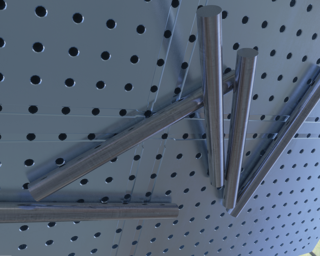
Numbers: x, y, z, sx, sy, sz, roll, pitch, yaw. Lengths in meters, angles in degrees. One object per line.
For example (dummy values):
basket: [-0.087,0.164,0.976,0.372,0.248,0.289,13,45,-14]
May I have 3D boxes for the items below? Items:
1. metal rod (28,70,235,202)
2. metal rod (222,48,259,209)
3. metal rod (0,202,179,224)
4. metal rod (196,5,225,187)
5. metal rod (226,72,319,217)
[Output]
metal rod: [-0.024,0.005,0.400,0.301,0.025,0.025,-30,128,-9]
metal rod: [0.115,0.023,0.467,0.025,0.025,0.298,-20,132,-17]
metal rod: [-0.103,0.115,0.425,0.302,0.025,0.025,9,114,-32]
metal rod: [0.072,-0.013,0.411,0.025,0.025,0.299,-26,137,-12]
metal rod: [0.205,0.033,0.542,0.025,0.025,0.299,18,109,-35]
